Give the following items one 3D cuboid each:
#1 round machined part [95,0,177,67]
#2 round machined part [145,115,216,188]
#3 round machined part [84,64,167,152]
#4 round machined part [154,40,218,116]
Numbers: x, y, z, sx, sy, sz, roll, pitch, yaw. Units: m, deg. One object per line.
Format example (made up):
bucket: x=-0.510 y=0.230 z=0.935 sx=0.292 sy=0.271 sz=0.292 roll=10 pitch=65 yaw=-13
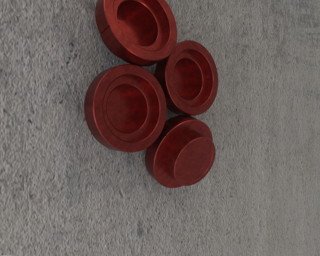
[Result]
round machined part: x=-0.031 y=-0.117 z=0.359 sx=0.099 sy=0.042 sz=0.098 roll=11 pitch=71 yaw=-36
round machined part: x=0.033 y=0.035 z=0.401 sx=0.099 sy=0.042 sz=0.097 roll=-17 pitch=121 yaw=-31
round machined part: x=-0.043 y=-0.022 z=0.358 sx=0.099 sy=0.042 sz=0.097 roll=0 pitch=91 yaw=-40
round machined part: x=0.031 y=-0.065 z=0.419 sx=0.099 sy=0.042 sz=0.097 roll=0 pitch=90 yaw=-40
